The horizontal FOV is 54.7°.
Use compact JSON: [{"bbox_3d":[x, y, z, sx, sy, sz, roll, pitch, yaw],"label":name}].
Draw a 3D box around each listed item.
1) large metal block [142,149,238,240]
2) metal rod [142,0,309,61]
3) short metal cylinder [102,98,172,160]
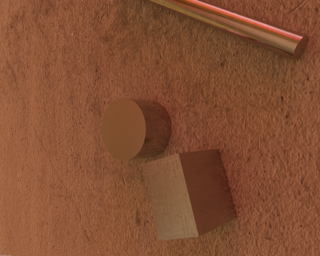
[{"bbox_3d":[0.034,0.069,0.339,0.050,0.081,0.080,-22,77,38],"label":"large metal block"},{"bbox_3d":[0.032,-0.149,0.376,0.300,0.025,0.025,36,112,34],"label":"metal rod"},{"bbox_3d":[-0.032,0.001,0.413,0.080,0.050,0.079,0,90,39],"label":"short metal cylinder"}]
